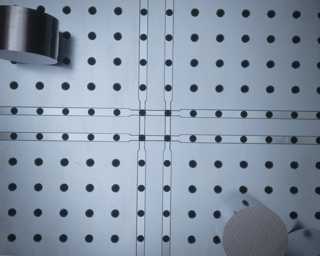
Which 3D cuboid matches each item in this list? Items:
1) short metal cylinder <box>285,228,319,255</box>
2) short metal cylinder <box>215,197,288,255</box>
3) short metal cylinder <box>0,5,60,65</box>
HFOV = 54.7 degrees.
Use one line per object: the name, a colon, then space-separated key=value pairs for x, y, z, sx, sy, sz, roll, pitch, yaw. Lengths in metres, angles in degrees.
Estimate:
short metal cylinder: x=0.184 y=0.173 z=0.389 sx=0.080 sy=0.080 sz=0.050 roll=-36 pitch=90 yaw=0
short metal cylinder: x=0.116 y=0.135 z=0.403 sx=0.081 sy=0.050 sz=0.079 roll=0 pitch=90 yaw=-1
short metal cylinder: x=-0.168 y=-0.112 z=0.384 sx=0.081 sy=0.080 sz=0.050 roll=4 pitch=90 yaw=-1
